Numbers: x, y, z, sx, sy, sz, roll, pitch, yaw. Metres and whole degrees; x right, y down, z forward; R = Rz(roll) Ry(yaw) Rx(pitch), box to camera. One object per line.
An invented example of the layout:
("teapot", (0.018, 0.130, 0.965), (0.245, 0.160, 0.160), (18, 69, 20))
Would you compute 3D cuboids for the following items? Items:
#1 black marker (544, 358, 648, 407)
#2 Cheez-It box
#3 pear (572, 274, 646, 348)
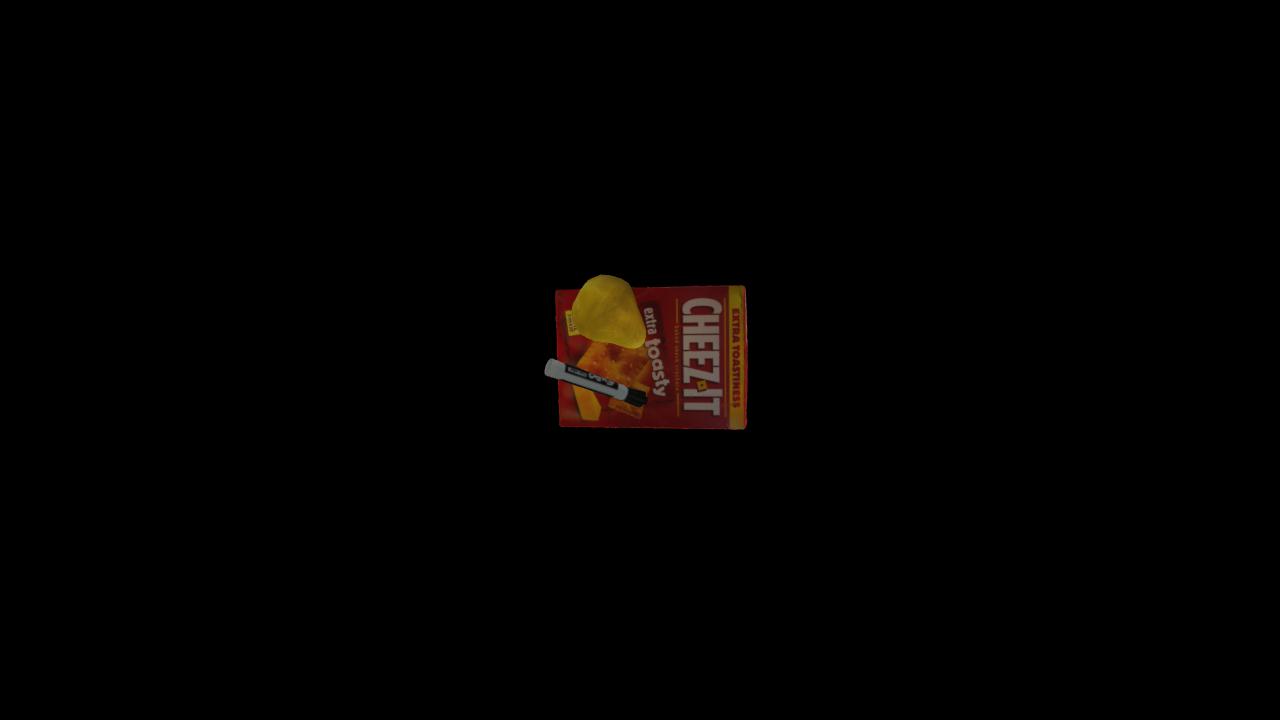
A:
("black marker", (-0.043, 0.026, 0.653), (0.121, 0.020, 0.020), (21, -10, -27))
("Cheez-It box", (0.015, -0.003, 0.731), (0.223, 0.166, 0.071), (0, 5, 9))
("pear", (-0.022, -0.046, 0.703), (0.111, 0.080, 0.080), (34, 5, 8))
